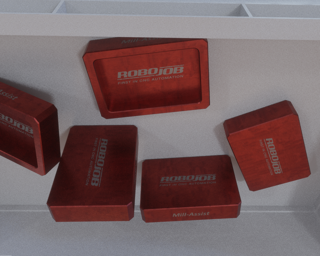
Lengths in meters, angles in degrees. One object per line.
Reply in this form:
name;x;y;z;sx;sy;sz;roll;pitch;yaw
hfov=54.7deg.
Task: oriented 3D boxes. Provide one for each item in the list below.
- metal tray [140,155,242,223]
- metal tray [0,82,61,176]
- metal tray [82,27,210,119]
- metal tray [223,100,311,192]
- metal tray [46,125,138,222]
metal tray;0.040;0.083;0.438;0.131;0.090;0.030;-4;130;2
metal tray;-0.181;-0.007;0.363;0.130;0.030;0.089;22;131;13
metal tray;-0.011;-0.060;0.354;0.131;0.030;0.089;-6;130;4
metal tray;0.152;0.030;0.434;0.090;0.030;0.130;-20;128;15
metal tray;-0.075;0.050;0.381;0.091;0.130;0.030;0;131;0
